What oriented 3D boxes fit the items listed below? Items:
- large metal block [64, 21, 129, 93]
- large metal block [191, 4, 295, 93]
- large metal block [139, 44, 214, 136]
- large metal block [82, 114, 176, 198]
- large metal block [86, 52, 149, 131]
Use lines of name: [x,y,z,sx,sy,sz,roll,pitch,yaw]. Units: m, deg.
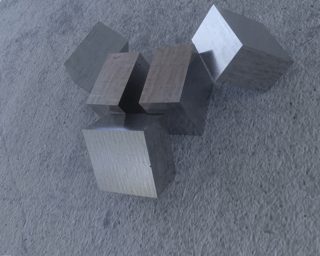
large metal block: [-0.091,-0.097,0.464,0.050,0.080,0.080,34,78,1]
large metal block: [0.096,-0.092,0.368,0.050,0.081,0.080,-56,40,38]
large metal block: [0.024,-0.044,0.383,0.050,0.080,0.080,1,62,28]
large metal block: [-0.034,0.029,0.360,0.080,0.079,0.050,1,23,28]
large metal block: [-0.042,-0.044,0.418,0.050,0.080,0.080,5,64,30]
